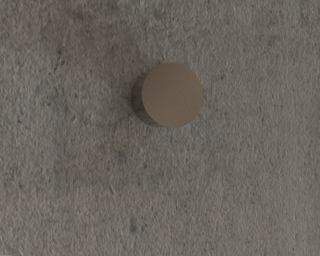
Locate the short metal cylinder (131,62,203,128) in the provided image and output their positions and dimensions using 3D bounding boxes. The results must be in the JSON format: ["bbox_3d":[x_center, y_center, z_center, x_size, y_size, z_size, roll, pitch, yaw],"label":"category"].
[{"bbox_3d":[0.008,-0.040,0.400,0.081,0.050,0.079,0,90,-21],"label":"short metal cylinder"}]
